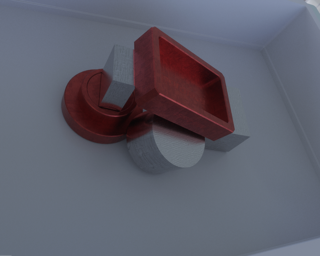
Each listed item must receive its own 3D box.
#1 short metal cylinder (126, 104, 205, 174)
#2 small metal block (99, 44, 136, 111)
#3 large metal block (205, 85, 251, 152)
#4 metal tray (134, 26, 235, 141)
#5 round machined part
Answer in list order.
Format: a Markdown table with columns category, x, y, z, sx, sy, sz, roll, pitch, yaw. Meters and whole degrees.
| category | x | y | z | sx | sy | sz | roll | pitch | yaw |
| --- | --- | --- | --- | --- | --- | --- | --- | --- | --- |
| short metal cylinder | 0.008 | 0.012 | 0.371 | 0.081 | 0.050 | 0.080 | 15 | 66 | -36 |
| small metal block | -0.047 | -0.055 | 0.343 | 0.025 | 0.050 | 0.050 | 12 | 57 | -22 |
| large metal block | 0.072 | -0.017 | 0.437 | 0.081 | 0.050 | 0.080 | 9 | 58 | -24 |
| metal tray | 0.030 | -0.047 | 0.356 | 0.131 | 0.030 | 0.090 | 23 | 51 | -39 |
| round machined part | -0.066 | -0.033 | 0.378 | 0.099 | 0.042 | 0.098 | 14 | 56 | -21 |
